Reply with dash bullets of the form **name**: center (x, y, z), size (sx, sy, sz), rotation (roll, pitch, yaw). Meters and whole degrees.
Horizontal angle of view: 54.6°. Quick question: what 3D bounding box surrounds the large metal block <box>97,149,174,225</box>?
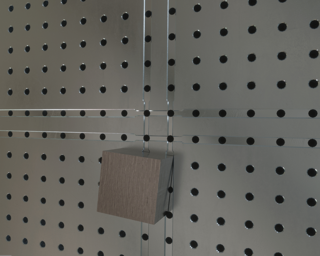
- **large metal block**: center (-0.032, 0.073, 0.411), size (0.080, 0.050, 0.080), rotation (7, 92, 20)
